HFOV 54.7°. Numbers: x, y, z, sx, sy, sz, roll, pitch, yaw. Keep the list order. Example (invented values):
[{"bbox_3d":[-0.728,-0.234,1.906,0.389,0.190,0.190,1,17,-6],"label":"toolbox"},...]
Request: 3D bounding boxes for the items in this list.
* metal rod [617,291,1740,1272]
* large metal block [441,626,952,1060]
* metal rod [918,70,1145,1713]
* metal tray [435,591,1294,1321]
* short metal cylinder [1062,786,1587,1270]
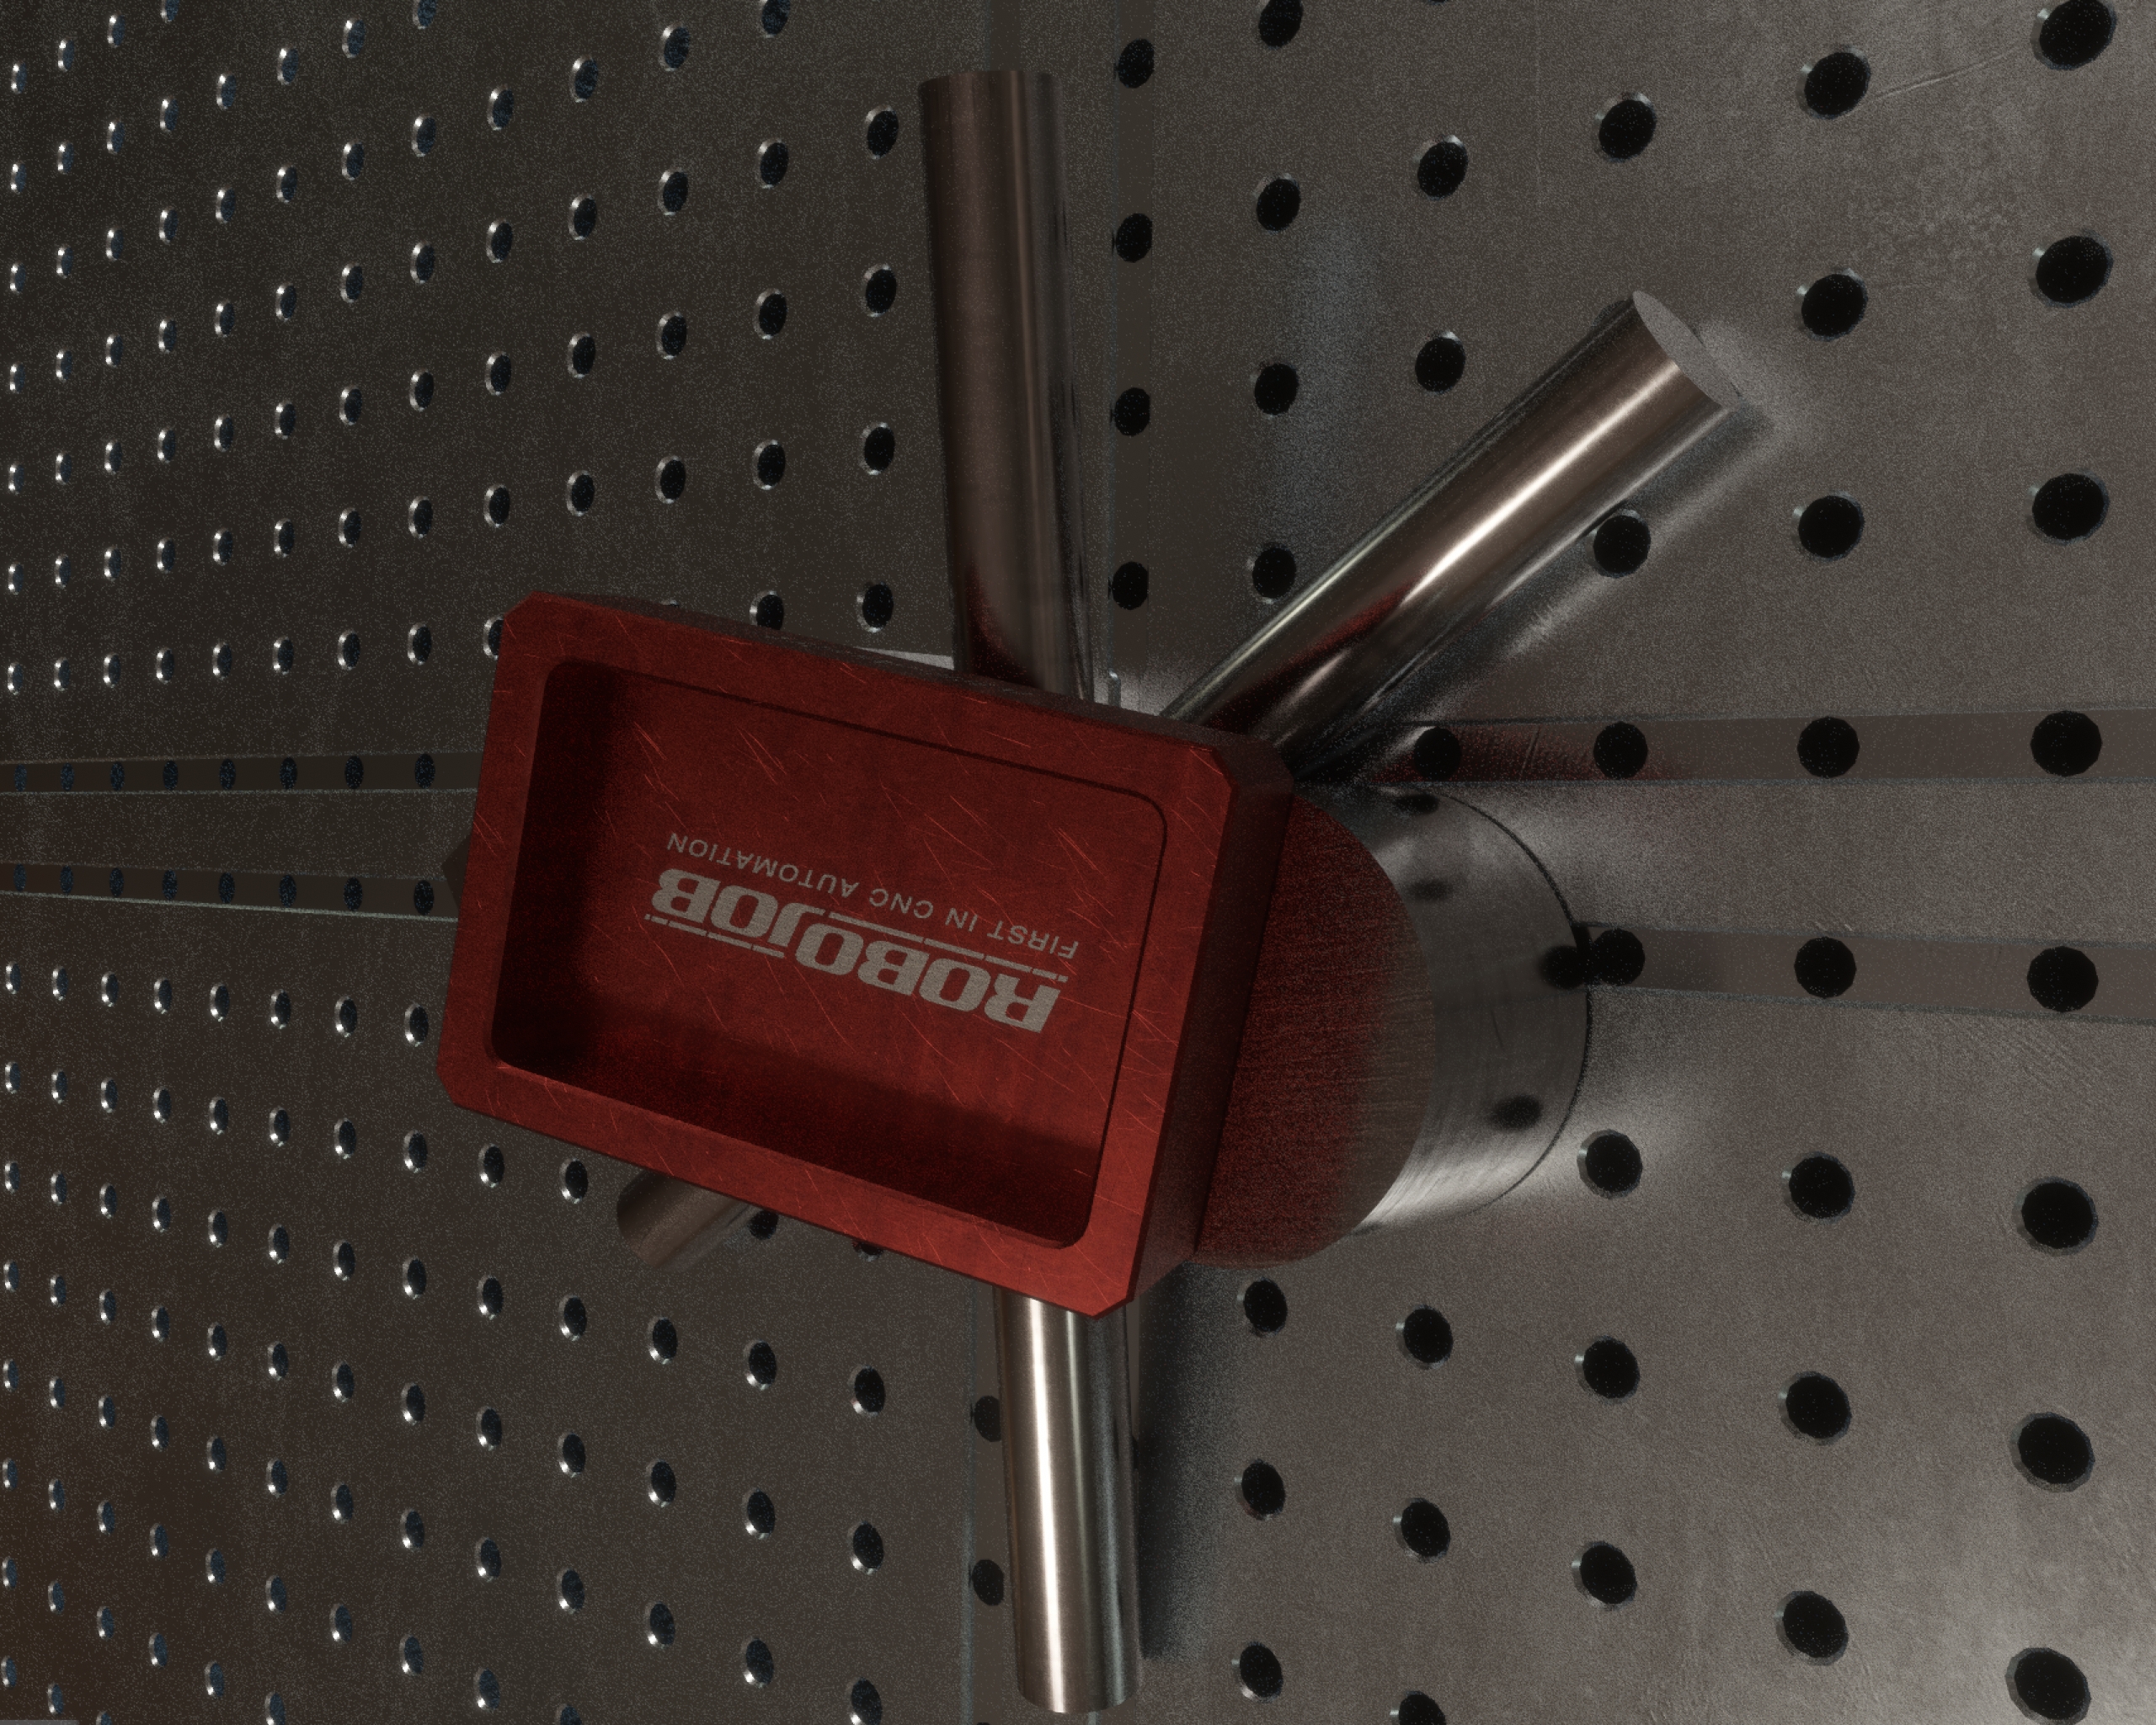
[{"bbox_3d":[0.000,0.002,0.408,0.299,0.025,0.025,-41,66,32],"label":"metal rod"},{"bbox_3d":[-0.068,-0.001,0.426,0.080,0.081,0.050,-41,65,32],"label":"large metal block"},{"bbox_3d":[-0.007,0.013,0.384,0.025,0.025,0.298,5,102,39],"label":"metal rod"},{"bbox_3d":[-0.038,0.011,0.344,0.130,0.030,0.089,14,99,20],"label":"metal tray"},{"bbox_3d":[0.039,0.026,0.358,0.080,0.050,0.079,0,90,39],"label":"short metal cylinder"}]
